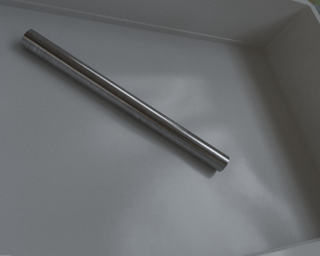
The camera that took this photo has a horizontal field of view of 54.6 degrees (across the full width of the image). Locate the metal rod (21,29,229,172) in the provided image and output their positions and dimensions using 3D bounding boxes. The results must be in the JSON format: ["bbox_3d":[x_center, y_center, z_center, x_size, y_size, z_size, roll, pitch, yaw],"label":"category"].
[{"bbox_3d":[-0.039,-0.032,0.403,0.301,0.025,0.025,33,52,-7],"label":"metal rod"}]
